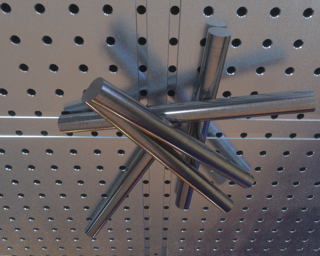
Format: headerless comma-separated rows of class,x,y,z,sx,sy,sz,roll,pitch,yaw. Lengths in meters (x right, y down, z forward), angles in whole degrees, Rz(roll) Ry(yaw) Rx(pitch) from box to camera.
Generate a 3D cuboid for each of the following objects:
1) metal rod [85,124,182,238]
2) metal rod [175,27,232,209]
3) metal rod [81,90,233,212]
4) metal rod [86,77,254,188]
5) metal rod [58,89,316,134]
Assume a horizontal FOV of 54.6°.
metal rod,-0.055,0.090,0.487,0.025,0.025,0.298,23,127,-18
metal rod,0.050,0.012,0.421,0.025,0.025,0.298,4,130,-3
metal rod,0.018,0.044,0.406,0.025,0.025,0.300,-29,131,23
metal rod,0.037,0.023,0.386,0.025,0.025,0.301,-35,136,26
metal rod,0.018,-0.017,0.369,0.301,0.025,0.025,-5,131,14
